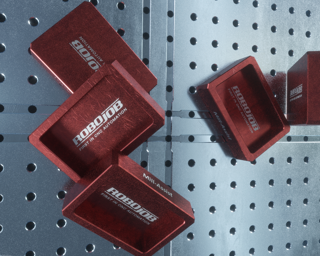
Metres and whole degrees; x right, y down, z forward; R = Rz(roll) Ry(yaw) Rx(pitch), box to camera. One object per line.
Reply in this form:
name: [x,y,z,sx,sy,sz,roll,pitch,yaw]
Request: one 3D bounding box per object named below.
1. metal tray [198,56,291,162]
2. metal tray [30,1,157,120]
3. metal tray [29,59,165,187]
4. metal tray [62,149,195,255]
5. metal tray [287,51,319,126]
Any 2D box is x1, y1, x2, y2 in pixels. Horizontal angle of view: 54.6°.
metal tray: [0.125,-0.027,0.455,0.090,0.030,0.130,-35,101,-17]
metal tray: [-0.078,-0.074,0.381,0.090,0.030,0.130,-46,104,-14]
metal tray: [-0.070,-0.002,0.353,0.130,0.030,0.090,-40,105,13]
metal tray: [-0.034,0.095,0.365,0.090,0.030,0.130,-43,116,15]
metal tray: [0.206,-0.048,0.433,0.030,0.130,0.090,1,90,12]
